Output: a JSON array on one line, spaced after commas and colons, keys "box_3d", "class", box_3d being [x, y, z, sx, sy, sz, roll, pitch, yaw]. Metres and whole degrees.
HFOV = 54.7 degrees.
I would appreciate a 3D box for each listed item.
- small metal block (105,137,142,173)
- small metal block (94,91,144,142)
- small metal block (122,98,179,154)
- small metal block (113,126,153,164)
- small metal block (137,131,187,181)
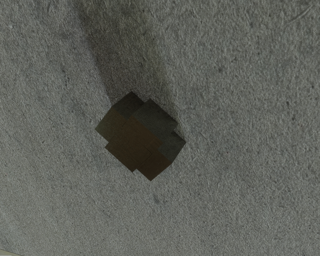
[{"box_3d": [-0.038, 0.024, 0.425, 0.050, 0.050, 0.025, 43, 129, -2], "class": "small metal block"}, {"box_3d": [-0.052, -0.016, 0.408, 0.025, 0.050, 0.050, 43, 129, -2], "class": "small metal block"}, {"box_3d": [-0.011, -0.004, 0.393, 0.050, 0.050, 0.025, 42, 129, -1], "class": "small metal block"}, {"box_3d": [-0.025, 0.010, 0.409, 0.050, 0.050, 0.025, 43, 129, -2], "class": "small metal block"}, {"box_3d": [0.002, 0.036, 0.411, 0.025, 0.050, 0.050, 43, 129, -2], "class": "small metal block"}]
